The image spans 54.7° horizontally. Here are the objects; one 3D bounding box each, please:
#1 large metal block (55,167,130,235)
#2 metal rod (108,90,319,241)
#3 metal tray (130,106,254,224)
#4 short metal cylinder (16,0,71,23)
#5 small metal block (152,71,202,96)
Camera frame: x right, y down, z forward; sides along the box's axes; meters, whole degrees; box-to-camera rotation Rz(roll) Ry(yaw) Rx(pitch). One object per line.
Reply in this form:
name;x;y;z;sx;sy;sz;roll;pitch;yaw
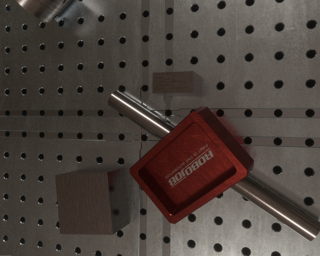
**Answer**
large metal block;-0.093;0.100;0.431;0.080;0.050;0.080;-6;88;19
metal rod;0.056;0.038;0.392;0.300;0.025;0.025;34;101;16
metal tray;0.033;0.048;0.373;0.090;0.030;0.129;50;122;7
short metal cylinder;-0.172;-0.199;0.442;0.050;0.080;0.080;-41;77;15
small metal block;0.023;-0.054;0.391;0.050;0.050;0.025;1;91;19
